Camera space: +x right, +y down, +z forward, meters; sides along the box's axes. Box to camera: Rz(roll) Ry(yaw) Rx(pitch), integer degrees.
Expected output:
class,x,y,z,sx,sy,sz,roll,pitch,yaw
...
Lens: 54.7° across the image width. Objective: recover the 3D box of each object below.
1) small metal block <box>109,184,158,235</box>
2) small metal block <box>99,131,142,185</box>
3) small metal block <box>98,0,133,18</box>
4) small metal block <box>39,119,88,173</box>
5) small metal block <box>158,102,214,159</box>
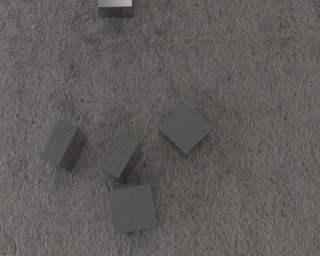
class,x,y,z,sx,sy,sz,roll,pitch,yaw
small metal block,-0.032,0.098,0.372,0.050,0.025,0.050,-10,70,-4
small metal block,-0.046,0.038,0.380,0.025,0.050,0.050,26,72,9
small metal block,-0.068,-0.199,0.480,0.050,0.025,0.050,-2,70,-1
small metal block,-0.118,0.024,0.385,0.025,0.050,0.050,20,71,7
small metal block,0.033,0.004,0.407,0.050,0.025,0.050,-42,75,-14
